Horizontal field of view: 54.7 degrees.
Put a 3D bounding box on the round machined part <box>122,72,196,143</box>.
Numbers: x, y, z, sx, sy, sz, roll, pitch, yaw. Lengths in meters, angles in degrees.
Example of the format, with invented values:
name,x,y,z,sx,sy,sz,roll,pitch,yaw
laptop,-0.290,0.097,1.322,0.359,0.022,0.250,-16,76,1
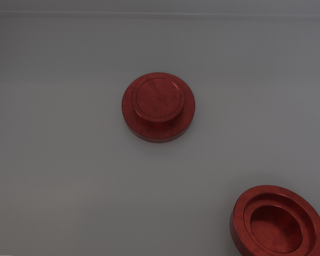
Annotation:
name,x,y,z,sx,sy,sz,roll,pitch,yaw
round machined part,-0.002,-0.032,0.412,0.099,0.042,0.098,0,70,0

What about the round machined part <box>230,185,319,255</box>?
name,x,y,z,sx,sy,sz,roll,pitch,yaw
round machined part,0.127,0.116,0.346,0.099,0.042,0.098,3,46,-2
